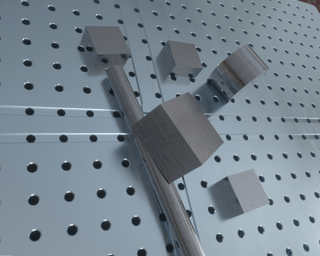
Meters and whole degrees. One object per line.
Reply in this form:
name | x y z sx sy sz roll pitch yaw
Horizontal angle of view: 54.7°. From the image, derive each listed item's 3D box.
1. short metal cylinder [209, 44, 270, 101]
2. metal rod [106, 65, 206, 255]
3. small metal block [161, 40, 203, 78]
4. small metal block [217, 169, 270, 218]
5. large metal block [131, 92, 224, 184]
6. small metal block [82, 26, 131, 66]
short metal cylinder | 0.126 -0.087 0.497 0.081 0.080 0.050 -31 79 -38
metal rod | -0.004 0.051 0.376 0.025 0.025 0.299 -12 68 -33
small metal block | 0.035 -0.110 0.496 0.050 0.025 0.050 0 62 -29
small metal block | 0.112 0.087 0.418 0.050 0.025 0.050 -9 66 -32
large metal block | 0.024 0.009 0.381 0.080 0.050 0.080 56 32 3
small metal block | -0.076 -0.117 0.439 0.050 0.025 0.050 -12 68 -33
